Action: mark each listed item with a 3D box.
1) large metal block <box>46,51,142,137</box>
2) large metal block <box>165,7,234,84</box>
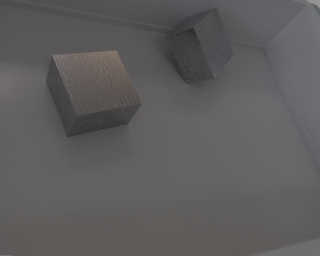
[{"bbox_3d":[-0.081,-0.043,0.372,0.081,0.050,0.080,-14,69,-34],"label":"large metal block"},{"bbox_3d":[0.064,-0.127,0.479,0.080,0.050,0.080,-50,123,-39],"label":"large metal block"}]
